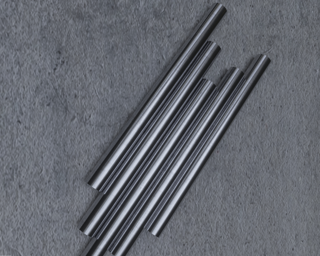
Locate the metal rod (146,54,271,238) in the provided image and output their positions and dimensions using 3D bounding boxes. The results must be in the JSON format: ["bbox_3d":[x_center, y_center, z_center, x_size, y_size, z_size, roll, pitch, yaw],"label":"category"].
[{"bbox_3d":[0.073,0.017,0.438,0.025,0.025,0.300,38,78,-16],"label":"metal rod"}]

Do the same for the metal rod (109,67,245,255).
[{"bbox_3d":[0.029,0.039,0.422,0.025,0.025,0.300,38,78,-16],"label":"metal rod"}]

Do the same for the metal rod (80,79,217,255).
[{"bbox_3d":[-0.014,0.059,0.406,0.025,0.025,0.300,38,78,-16],"label":"metal rod"}]

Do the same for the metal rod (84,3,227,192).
[{"bbox_3d":[0.001,-0.049,0.412,0.025,0.025,0.300,38,78,-16],"label":"metal rod"}]

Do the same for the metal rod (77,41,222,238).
[{"bbox_3d":[-0.007,0.006,0.409,0.025,0.025,0.300,38,78,-16],"label":"metal rod"}]
